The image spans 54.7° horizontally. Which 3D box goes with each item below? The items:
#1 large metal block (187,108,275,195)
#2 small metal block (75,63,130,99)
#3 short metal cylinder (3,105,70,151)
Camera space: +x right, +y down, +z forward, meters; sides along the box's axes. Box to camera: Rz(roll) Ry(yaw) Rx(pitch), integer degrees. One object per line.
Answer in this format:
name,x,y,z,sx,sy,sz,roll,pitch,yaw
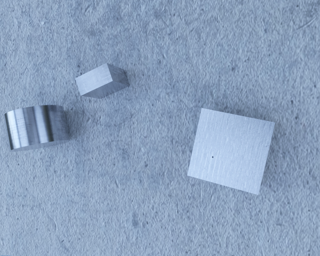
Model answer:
large metal block,0.085,0.024,0.366,0.080,0.050,0.079,13,94,19
small metal block,-0.077,-0.063,0.423,0.050,0.050,0.025,-21,83,19
short metal cylinder,-0.174,0.001,0.441,0.080,0.080,0.050,-13,86,19
